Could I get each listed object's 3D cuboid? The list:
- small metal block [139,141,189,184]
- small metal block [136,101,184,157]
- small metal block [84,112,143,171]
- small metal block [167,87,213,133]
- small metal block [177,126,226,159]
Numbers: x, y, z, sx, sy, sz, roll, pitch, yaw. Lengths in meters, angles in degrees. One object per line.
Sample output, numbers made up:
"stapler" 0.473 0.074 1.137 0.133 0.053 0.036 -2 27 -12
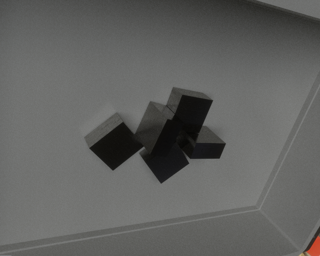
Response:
"small metal block" 0.007 0.043 0.438 0.050 0.025 0.050 -35 129 -5
"small metal block" -0.002 0.001 0.391 0.025 0.050 0.050 13 111 -34
"small metal block" -0.057 0.018 0.387 0.050 0.025 0.050 -38 130 -3
"small metal block" 0.035 -0.023 0.413 0.050 0.025 0.050 6 115 -32
"small metal block" 0.054 0.019 0.433 0.050 0.050 0.025 3 117 -30
